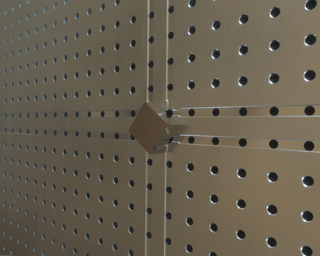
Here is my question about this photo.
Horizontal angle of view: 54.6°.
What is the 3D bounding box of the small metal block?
[{"bbox_3d":[-0.009,0.000,0.418,0.050,0.025,0.050,46,118,30],"label":"small metal block"}]
